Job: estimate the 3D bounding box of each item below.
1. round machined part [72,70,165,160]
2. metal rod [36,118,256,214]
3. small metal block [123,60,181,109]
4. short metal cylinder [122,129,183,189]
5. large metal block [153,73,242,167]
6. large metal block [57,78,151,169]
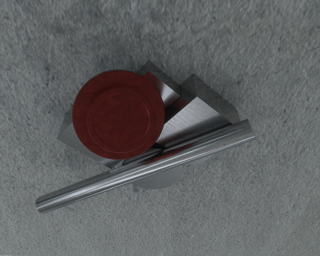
[{"bbox_3d":[-0.042,-0.012,0.329,0.099,0.042,0.097,-3,105,-11],"label":"round machined part"},{"bbox_3d":[-0.031,0.054,0.389,0.300,0.025,0.025,-22,127,17],"label":"metal rod"},{"bbox_3d":[-0.011,-0.044,0.370,0.050,0.025,0.050,35,122,-27],"label":"small metal block"},{"bbox_3d":[-0.010,0.039,0.425,0.081,0.050,0.079,0,130,0],"label":"short metal cylinder"},{"bbox_3d":[0.043,-0.007,0.387,0.080,0.050,0.080,34,122,-26],"label":"large metal block"},{"bbox_3d":[-0.066,-0.005,0.385,0.080,0.050,0.080,35,122,-26],"label":"large metal block"}]
